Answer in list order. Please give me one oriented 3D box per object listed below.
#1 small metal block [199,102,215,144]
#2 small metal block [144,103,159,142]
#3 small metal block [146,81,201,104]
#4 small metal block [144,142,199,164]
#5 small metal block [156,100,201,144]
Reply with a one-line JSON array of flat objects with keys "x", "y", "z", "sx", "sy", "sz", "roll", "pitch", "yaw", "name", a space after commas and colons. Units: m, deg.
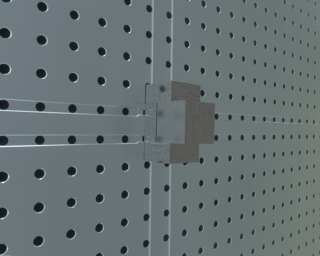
[{"x": 0.042, "y": -0.006, "z": 0.394, "sx": 0.025, "sy": 0.050, "sz": 0.050, "roll": 2, "pitch": 89, "yaw": -39, "name": "small metal block"}, {"x": 0.007, "y": -0.006, "z": 0.414, "sx": 0.050, "sy": 0.025, "sz": 0.050, "roll": 2, "pitch": 89, "yaw": -38, "name": "small metal block"}, {"x": 0.017, "y": -0.044, "z": 0.405, "sx": 0.050, "sy": 0.050, "sz": 0.025, "roll": 2, "pitch": 89, "yaw": -40, "name": "small metal block"}, {"x": 0.015, "y": 0.031, "z": 0.404, "sx": 0.050, "sy": 0.050, "sz": 0.025, "roll": 2, "pitch": 89, "yaw": -40, "name": "small metal block"}, {"x": 0.022, "y": -0.007, "z": 0.377, "sx": 0.025, "sy": 0.050, "sz": 0.050, "roll": 2, "pitch": 89, "yaw": -40, "name": "small metal block"}]
